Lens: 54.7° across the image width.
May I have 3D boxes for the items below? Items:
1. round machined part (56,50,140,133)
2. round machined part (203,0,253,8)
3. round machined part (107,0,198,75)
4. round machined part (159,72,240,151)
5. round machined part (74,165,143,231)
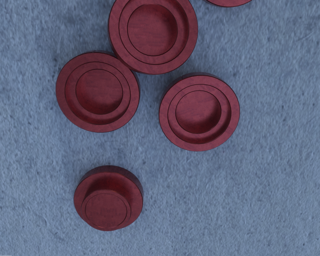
[{"bbox_3d":[-0.073,-0.047,0.382,0.099,0.042,0.097,0,110,-1],"label":"round machined part"},{"bbox_3d":[0.078,-0.182,0.335,0.099,0.042,0.097,0,110,-1],"label":"round machined part"},{"bbox_3d":[-0.010,-0.110,0.351,0.099,0.042,0.097,-2,99,-13],"label":"round machined part"},{"bbox_3d":[0.047,-0.023,0.393,0.099,0.042,0.097,0,110,-1],"label":"round machined part"},{"bbox_3d":[-0.073,0.106,0.439,0.099,0.042,0.097,0,110,-1],"label":"round machined part"}]
